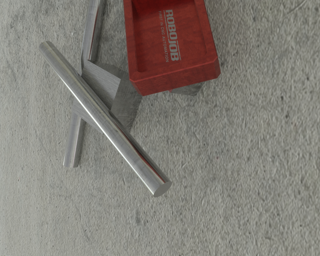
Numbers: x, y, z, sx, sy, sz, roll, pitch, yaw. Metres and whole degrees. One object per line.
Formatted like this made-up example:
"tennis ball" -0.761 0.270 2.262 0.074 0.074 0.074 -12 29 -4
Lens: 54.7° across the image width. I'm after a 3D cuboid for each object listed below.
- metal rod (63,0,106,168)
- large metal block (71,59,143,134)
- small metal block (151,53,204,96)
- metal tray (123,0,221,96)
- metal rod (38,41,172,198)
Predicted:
"metal rod" -0.122 -0.081 0.502 0.025 0.025 0.298 19 102 38
"large metal block" -0.075 -0.045 0.448 0.080 0.050 0.079 33 110 35
"small metal block" 0.019 -0.065 0.371 0.050 0.050 0.025 47 118 29
"metal tray" 0.010 -0.106 0.344 0.090 0.030 0.130 -13 62 11
"metal rod" -0.087 -0.029 0.408 0.300 0.025 0.025 47 118 29
